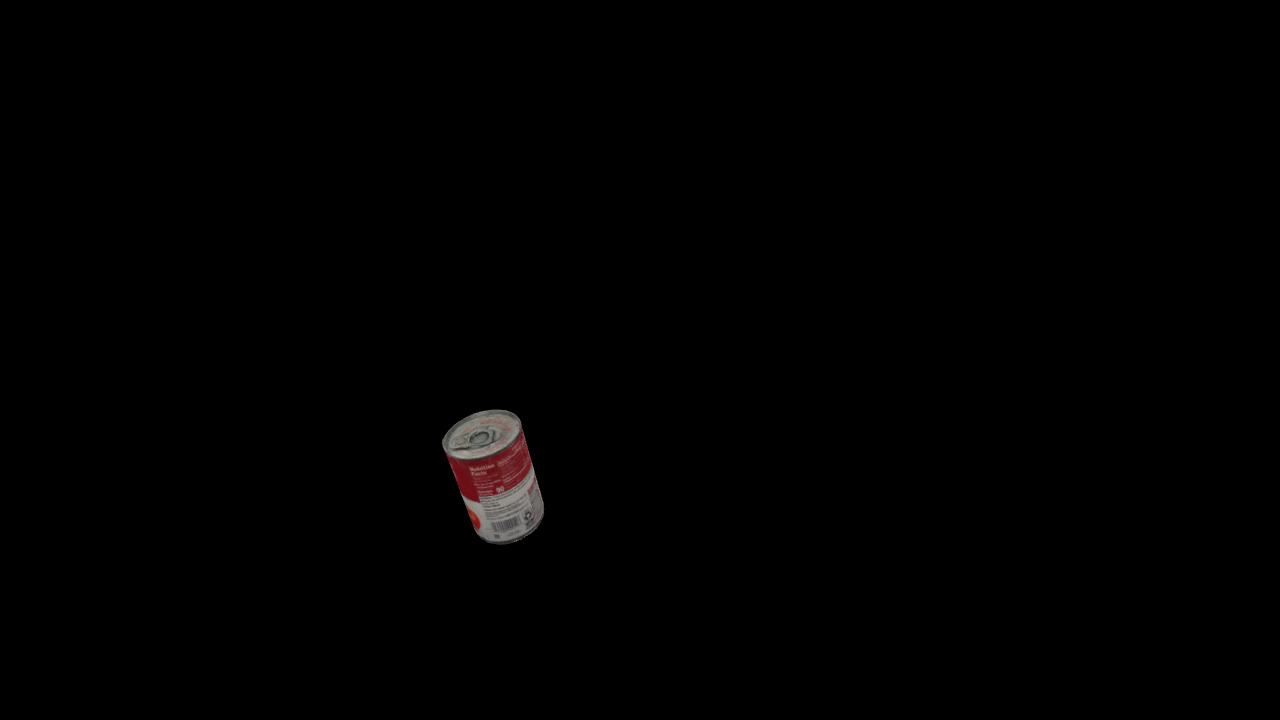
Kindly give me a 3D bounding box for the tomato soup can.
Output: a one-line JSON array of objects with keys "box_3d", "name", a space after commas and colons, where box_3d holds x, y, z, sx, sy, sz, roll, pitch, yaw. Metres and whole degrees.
[{"box_3d": [-0.126, 0.104, 0.545, 0.068, 0.101, 0.068, -7, 31, 4], "name": "tomato soup can"}]
